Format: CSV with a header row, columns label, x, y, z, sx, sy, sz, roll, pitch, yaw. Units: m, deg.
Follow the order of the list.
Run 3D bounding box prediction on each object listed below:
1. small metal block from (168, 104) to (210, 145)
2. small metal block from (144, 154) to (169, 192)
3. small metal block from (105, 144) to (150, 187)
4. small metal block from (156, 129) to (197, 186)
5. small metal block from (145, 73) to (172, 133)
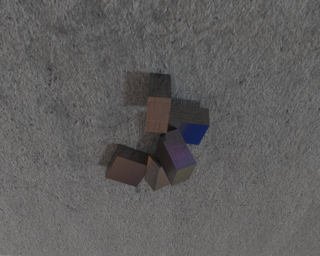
label,x,y,z,sx,sy,sz,roll,pitch,yaw
small metal block,0.031,-0.004,0.395,0.050,0.025,0.050,7,148,-7
small metal block,0.009,0.056,0.439,0.050,0.025,0.050,-20,139,-32
small metal block,-0.047,0.056,0.454,0.050,0.025,0.050,20,127,-17
small metal block,0.018,0.037,0.385,0.025,0.050,0.050,-18,153,-17
small metal block,-0.002,-0.030,0.365,0.025,0.050,0.050,4,130,-3
